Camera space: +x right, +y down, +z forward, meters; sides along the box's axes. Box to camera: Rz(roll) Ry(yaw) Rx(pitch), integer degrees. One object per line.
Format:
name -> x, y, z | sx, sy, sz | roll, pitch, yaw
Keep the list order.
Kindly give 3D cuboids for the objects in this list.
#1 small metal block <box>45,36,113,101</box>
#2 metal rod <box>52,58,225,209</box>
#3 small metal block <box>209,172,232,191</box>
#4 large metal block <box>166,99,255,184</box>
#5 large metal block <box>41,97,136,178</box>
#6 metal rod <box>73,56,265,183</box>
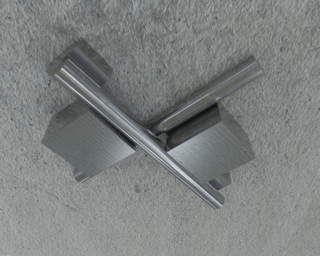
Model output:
small metal block -> -0.090, -0.066, 0.352 | 0.050, 0.025, 0.050 | -30, 124, 23
metal rod -> -0.008, 0.024, 0.396 | 0.025, 0.025, 0.300 | -32, 124, 24
small metal block -> 0.072, 0.074, 0.474 | 0.050, 0.025, 0.050 | -36, 122, 26
large metal block -> 0.065, 0.019, 0.409 | 0.080, 0.050, 0.080 | -32, 124, 24
large metal block -> -0.086, 0.007, 0.395 | 0.080, 0.050, 0.080 | -30, 124, 23
metal rod -> -0.005, 0.000, 0.410 | 0.300, 0.025, 0.025 | -32, 124, 24
